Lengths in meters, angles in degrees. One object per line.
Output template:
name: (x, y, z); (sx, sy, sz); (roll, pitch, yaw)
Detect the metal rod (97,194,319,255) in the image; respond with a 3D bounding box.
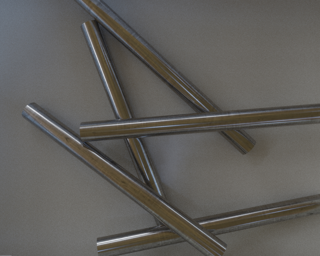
metal rod: (0.074, 0.122, 0.393); (0.302, 0.025, 0.025); (-9, 90, -8)

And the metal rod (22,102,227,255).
metal rod: (-0.051, 0.060, 0.383); (0.300, 0.025, 0.025); (35, 90, 11)

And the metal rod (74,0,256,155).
metal rod: (0.007, -0.074, 0.405); (0.300, 0.025, 0.025); (42, 90, -3)

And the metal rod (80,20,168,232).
metal rod: (-0.040, 0.002, 0.410); (0.025, 0.025, 0.299); (-21, 90, 0)

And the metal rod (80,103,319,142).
metal rod: (0.054, -0.007, 0.383); (0.302, 0.025, 0.025); (-4, 90, 0)
